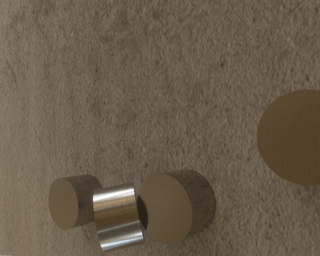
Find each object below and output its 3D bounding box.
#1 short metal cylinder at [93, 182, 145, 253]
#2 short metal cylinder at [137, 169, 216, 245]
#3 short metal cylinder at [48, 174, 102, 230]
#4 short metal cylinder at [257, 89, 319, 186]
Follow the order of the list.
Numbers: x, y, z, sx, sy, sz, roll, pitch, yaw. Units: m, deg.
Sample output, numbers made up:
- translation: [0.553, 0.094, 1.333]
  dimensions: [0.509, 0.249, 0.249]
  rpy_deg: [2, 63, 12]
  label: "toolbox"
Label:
- translation: [-0.052, 0.114, 0.402]
  dimensions: [0.050, 0.080, 0.080]
  rpy_deg: [-11, 80, -5]
  label: "short metal cylinder"
- translation: [0.019, 0.092, 0.371]
  dimensions: [0.080, 0.050, 0.079]
  rpy_deg: [0, 90, 39]
  label: "short metal cylinder"
- translation: [-0.134, 0.117, 0.496]
  dimensions: [0.080, 0.050, 0.079]
  rpy_deg: [0, 90, 39]
  label: "short metal cylinder"
- translation: [0.135, 0.008, 0.276]
  dimensions: [0.080, 0.050, 0.079]
  rpy_deg: [0, 90, 39]
  label: "short metal cylinder"
